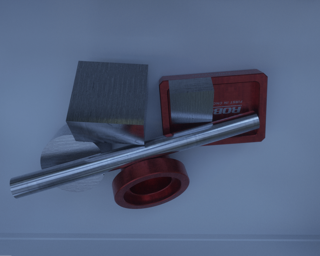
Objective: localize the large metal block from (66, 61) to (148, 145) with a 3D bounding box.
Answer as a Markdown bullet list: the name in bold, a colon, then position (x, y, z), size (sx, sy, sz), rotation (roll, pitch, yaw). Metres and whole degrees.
- **large metal block**: position (-0.056, -0.029, 0.361), size (0.081, 0.080, 0.050), rotation (3, 152, -1)

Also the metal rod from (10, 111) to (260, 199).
- **metal rod**: position (-0.024, 0.030, 0.376), size (0.302, 0.025, 0.025), rotation (-15, 110, -7)

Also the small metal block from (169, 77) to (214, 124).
- **small metal block**: position (0.037, -0.032, 0.375), size (0.050, 0.025, 0.050), rotation (-4, 136, 1)

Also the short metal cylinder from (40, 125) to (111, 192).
- **short metal cylinder**: position (-0.108, 0.037, 0.408), size (0.081, 0.050, 0.079), rotation (0, 110, -1)

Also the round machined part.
- **round machined part**: position (-0.014, 0.065, 0.407), size (0.099, 0.042, 0.097), rotation (-12, 145, -8)

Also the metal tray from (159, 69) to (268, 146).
- **metal tray**: position (0.067, -0.024, 0.398), size (0.131, 0.030, 0.089), rotation (-4, 110, 1)
